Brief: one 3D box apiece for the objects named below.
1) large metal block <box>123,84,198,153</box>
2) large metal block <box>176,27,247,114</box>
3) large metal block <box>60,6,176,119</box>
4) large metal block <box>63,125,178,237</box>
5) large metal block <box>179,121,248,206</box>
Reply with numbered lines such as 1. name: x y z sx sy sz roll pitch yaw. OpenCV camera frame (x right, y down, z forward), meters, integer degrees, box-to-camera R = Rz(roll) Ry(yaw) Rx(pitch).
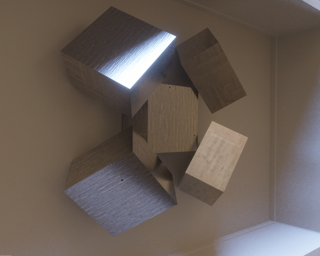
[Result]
1. large metal block: 0.001 -0.011 0.388 0.081 0.050 0.080 1 90 -40
2. large metal block: 0.067 -0.079 0.417 0.080 0.050 0.080 54 16 -26
3. large metal block: -0.040 -0.070 0.324 0.080 0.080 0.050 -53 165 -27
4. large metal block: -0.039 0.057 0.329 0.080 0.050 0.080 -30 118 12
5. large metal block: 0.070 0.050 0.419 0.080 0.050 0.080 -59 169 -24
